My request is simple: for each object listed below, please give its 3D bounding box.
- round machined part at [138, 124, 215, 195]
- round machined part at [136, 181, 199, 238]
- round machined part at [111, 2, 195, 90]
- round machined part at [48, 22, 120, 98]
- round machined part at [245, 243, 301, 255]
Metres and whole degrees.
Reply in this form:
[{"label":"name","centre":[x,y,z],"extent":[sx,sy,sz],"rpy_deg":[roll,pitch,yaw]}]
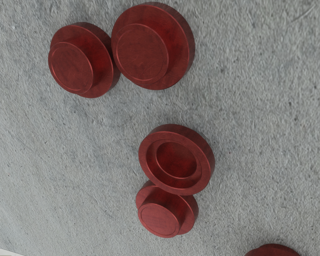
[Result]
[{"label":"round machined part","centre":[0.025,0.037,0.406],"extent":[0.098,0.042,0.097],"rpy_deg":[13,124,21]},{"label":"round machined part","centre":[0.006,0.128,0.472],"extent":[0.098,0.042,0.097],"rpy_deg":[13,124,21]},{"label":"round machined part","centre":[-0.014,-0.087,0.349],"extent":[0.098,0.042,0.097],"rpy_deg":[13,124,21]},{"label":"round machined part","centre":[-0.103,-0.082,0.399],"extent":[0.098,0.042,0.097],"rpy_deg":[13,124,21]},{"label":"round machined part","centre":[0.165,0.202,0.434],"extent":[0.098,0.042,0.097],"rpy_deg":[13,124,21]}]
